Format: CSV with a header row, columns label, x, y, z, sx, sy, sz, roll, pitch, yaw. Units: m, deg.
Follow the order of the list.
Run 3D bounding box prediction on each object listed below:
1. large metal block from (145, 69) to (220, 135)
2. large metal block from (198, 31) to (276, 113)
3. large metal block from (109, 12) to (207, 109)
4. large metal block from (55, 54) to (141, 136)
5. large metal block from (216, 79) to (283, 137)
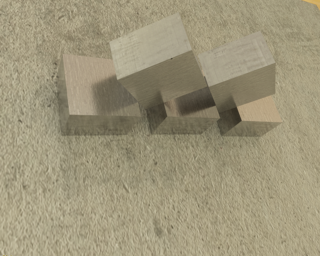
label,x,y,z,sx,sy,sz,roll,pitch,yaw
large metal block,0.025,-0.037,0.427,0.081,0.050,0.080,1,62,-28
large metal block,0.103,-0.070,0.409,0.080,0.080,0.050,-19,64,12
large metal block,0.001,-0.071,0.351,0.080,0.080,0.050,45,27,-63
large metal block,-0.077,-0.037,0.372,0.081,0.050,0.080,0,62,-29
large metal block,0.130,-0.033,0.482,0.081,0.050,0.080,1,61,-28
